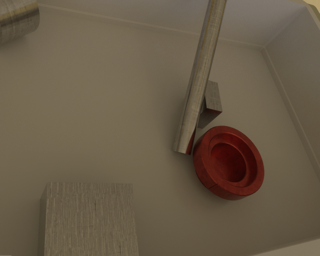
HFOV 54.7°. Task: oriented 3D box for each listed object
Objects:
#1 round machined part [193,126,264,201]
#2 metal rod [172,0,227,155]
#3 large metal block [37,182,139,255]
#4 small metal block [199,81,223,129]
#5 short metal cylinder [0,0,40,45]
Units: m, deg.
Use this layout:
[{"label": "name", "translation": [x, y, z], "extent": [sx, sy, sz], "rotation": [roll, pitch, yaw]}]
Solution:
[{"label": "round machined part", "translation": [0.086, 0.049, 0.413], "extent": [0.099, 0.042, 0.098], "rotation": [14, 56, -21]}, {"label": "metal rod", "translation": [0.064, -0.111, 0.424], "extent": [0.025, 0.025, 0.299], "rotation": [17, 82, -19]}, {"label": "large metal block", "translation": [-0.069, 0.098, 0.293], "extent": [0.081, 0.050, 0.080], "rotation": [6, 59, -26]}, {"label": "small metal block", "translation": [0.062, -0.034, 0.446], "extent": [0.025, 0.050, 0.050], "rotation": [11, 57, -23]}, {"label": "short metal cylinder", "translation": [-0.187, -0.141, 0.356], "extent": [0.080, 0.080, 0.050], "rotation": [44, 51, 2]}]
